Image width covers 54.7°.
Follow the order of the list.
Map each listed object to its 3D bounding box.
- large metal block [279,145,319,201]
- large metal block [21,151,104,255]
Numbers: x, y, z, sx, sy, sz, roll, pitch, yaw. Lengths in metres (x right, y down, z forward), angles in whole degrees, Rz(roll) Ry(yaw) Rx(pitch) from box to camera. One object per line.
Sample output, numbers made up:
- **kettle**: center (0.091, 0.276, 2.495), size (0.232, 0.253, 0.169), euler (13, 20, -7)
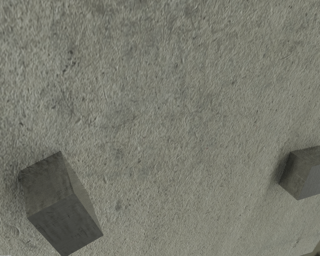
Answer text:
- **large metal block**: center (0.290, 0.086, 0.602), size (0.081, 0.050, 0.079), euler (-8, 122, -25)
- **large metal block**: center (-0.115, 0.088, 0.363), size (0.050, 0.080, 0.080), euler (-28, 128, -11)
